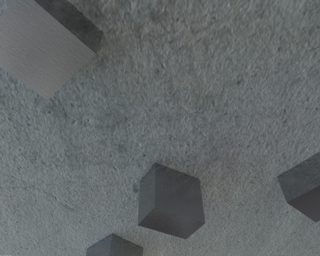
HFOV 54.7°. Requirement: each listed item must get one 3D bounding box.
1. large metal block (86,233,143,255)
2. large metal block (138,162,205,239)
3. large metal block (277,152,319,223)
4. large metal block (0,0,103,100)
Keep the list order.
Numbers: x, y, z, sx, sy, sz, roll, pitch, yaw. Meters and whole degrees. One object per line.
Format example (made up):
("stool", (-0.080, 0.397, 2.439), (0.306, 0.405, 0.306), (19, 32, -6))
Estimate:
("large metal block", (-0.091, 0.261, 0.612), (0.080, 0.050, 0.080), (37, 121, -27))
("large metal block", (0.016, 0.109, 0.464), (0.080, 0.080, 0.050), (23, 126, -19))
("large metal block", (0.243, 0.091, 0.472), (0.080, 0.050, 0.080), (34, 122, -26))
("large metal block", (-0.118, -0.089, 0.313), (0.080, 0.050, 0.080), (-35, 122, 25))
